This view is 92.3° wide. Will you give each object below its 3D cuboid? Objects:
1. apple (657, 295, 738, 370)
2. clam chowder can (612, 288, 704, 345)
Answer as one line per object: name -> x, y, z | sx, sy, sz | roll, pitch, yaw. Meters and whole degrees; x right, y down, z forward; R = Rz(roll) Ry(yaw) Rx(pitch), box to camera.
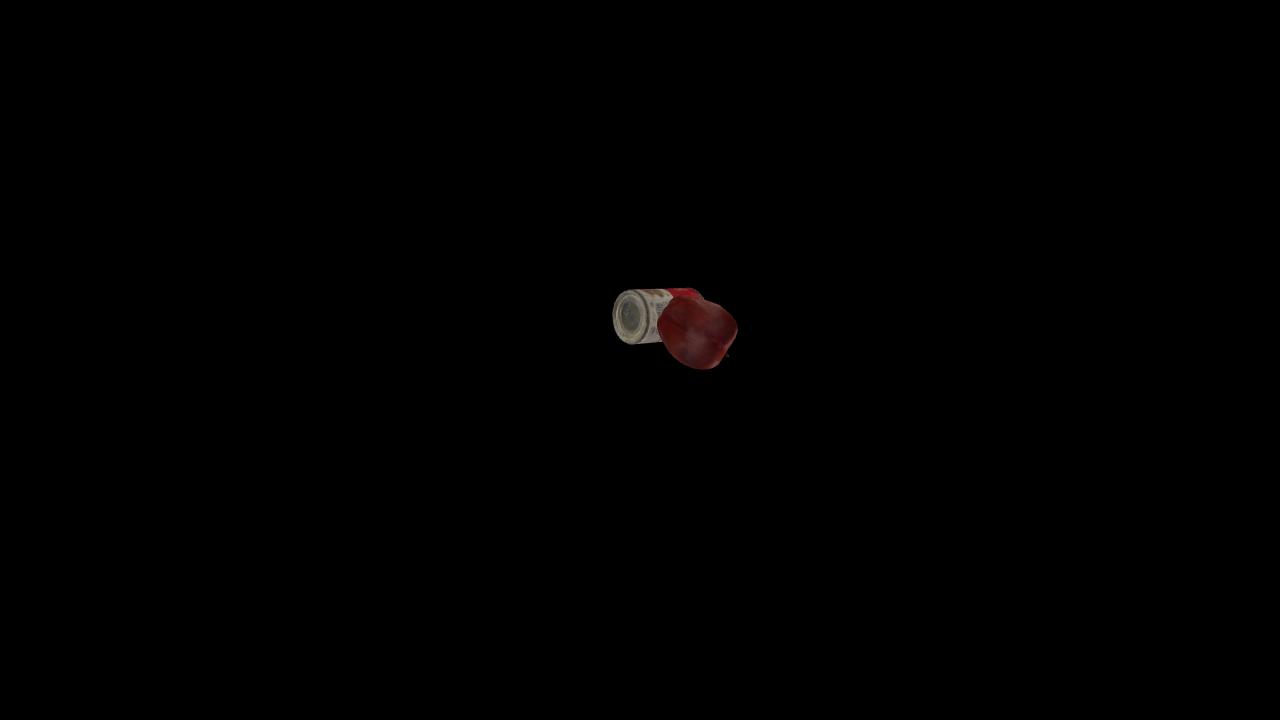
apple -> 0.066, -0.032, 0.709 | 0.093, 0.079, 0.079 | 34, 0, 0
clam chowder can -> 0.025, -0.055, 0.763 | 0.102, 0.068, 0.068 | -7, 5, -41
